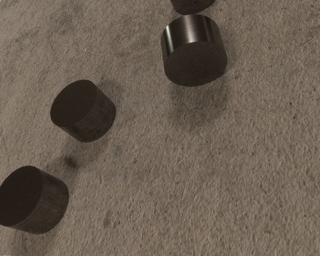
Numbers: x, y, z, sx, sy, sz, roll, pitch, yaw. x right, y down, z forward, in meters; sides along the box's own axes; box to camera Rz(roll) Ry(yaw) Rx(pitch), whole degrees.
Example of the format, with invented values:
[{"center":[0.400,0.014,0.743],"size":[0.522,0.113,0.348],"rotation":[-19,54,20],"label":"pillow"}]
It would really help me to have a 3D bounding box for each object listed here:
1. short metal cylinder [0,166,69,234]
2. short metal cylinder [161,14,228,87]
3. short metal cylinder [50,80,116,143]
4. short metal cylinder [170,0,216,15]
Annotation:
[{"center":[-0.172,0.097,0.416],"size":[0.080,0.050,0.080],"rotation":[-13,56,20],"label":"short metal cylinder"},{"center":[0.043,-0.099,0.406],"size":[0.080,0.080,0.050],"rotation":[-18,55,17],"label":"short metal cylinder"},{"center":[-0.114,-0.025,0.461],"size":[0.080,0.050,0.080],"rotation":[-13,56,20],"label":"short metal cylinder"},{"center":[0.050,-0.232,0.503],"size":[0.080,0.050,0.080],"rotation":[-13,56,20],"label":"short metal cylinder"}]
